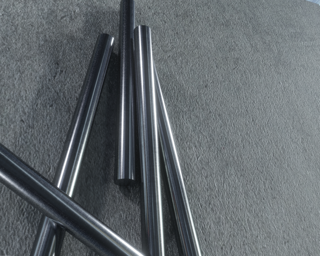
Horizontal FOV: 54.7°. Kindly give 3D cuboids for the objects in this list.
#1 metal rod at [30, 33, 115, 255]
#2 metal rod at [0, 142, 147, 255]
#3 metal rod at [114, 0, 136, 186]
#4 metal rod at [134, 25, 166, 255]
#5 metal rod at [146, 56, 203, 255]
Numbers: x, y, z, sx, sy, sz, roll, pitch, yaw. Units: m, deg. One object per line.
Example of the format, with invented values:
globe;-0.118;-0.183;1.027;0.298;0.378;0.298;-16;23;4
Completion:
metal rod;-0.090;0.000;0.354;0.025;0.025;0.300;19;54;-18
metal rod;-0.068;0.091;0.283;0.300;0.025;0.025;42;50;-11
metal rod;-0.045;-0.068;0.420;0.025;0.025;0.299;11;57;-22
metal rod;-0.015;-0.001;0.379;0.025;0.025;0.299;8;63;-24
metal rod;0.006;0.019;0.395;0.025;0.025;0.299;1;61;-28
